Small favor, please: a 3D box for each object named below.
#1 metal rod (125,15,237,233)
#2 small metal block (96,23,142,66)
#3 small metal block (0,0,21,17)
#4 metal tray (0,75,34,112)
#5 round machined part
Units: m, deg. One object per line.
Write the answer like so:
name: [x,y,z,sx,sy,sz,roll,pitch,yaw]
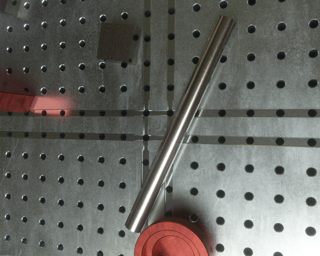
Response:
metal rod: [0.024,0.001,0.404,0.025,0.025,0.298,27,99,18]
small metal block: [-0.057,-0.117,0.433,0.050,0.025,0.050,10,94,19]
small metal block: [-0.254,-0.214,0.502,0.050,0.025,0.050,20,97,18]
metal tray: [-0.274,-0.067,0.474,0.130,0.090,0.030,28,100,17]
round machined part: [0.020,0.162,0.396,0.098,0.042,0.097,0,90,20]
